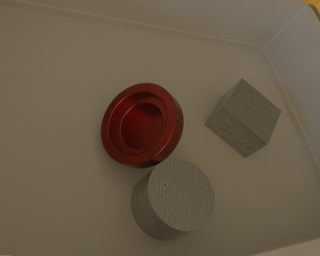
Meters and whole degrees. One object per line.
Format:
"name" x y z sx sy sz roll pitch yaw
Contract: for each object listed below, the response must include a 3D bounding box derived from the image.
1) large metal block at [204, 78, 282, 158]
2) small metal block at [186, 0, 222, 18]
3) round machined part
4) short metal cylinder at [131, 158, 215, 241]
"large metal block" 0.127 -0.016 0.470 0.080 0.050 0.080 40 51 -2
"small metal block" 0.085 -0.244 0.605 0.050 0.025 0.050 -13 68 -34
"round machined part" -0.017 0.000 0.364 0.042 0.098 0.098 35 38 -57
"short metal cylinder" 0.014 0.081 0.349 0.081 0.050 0.080 14 56 -21
